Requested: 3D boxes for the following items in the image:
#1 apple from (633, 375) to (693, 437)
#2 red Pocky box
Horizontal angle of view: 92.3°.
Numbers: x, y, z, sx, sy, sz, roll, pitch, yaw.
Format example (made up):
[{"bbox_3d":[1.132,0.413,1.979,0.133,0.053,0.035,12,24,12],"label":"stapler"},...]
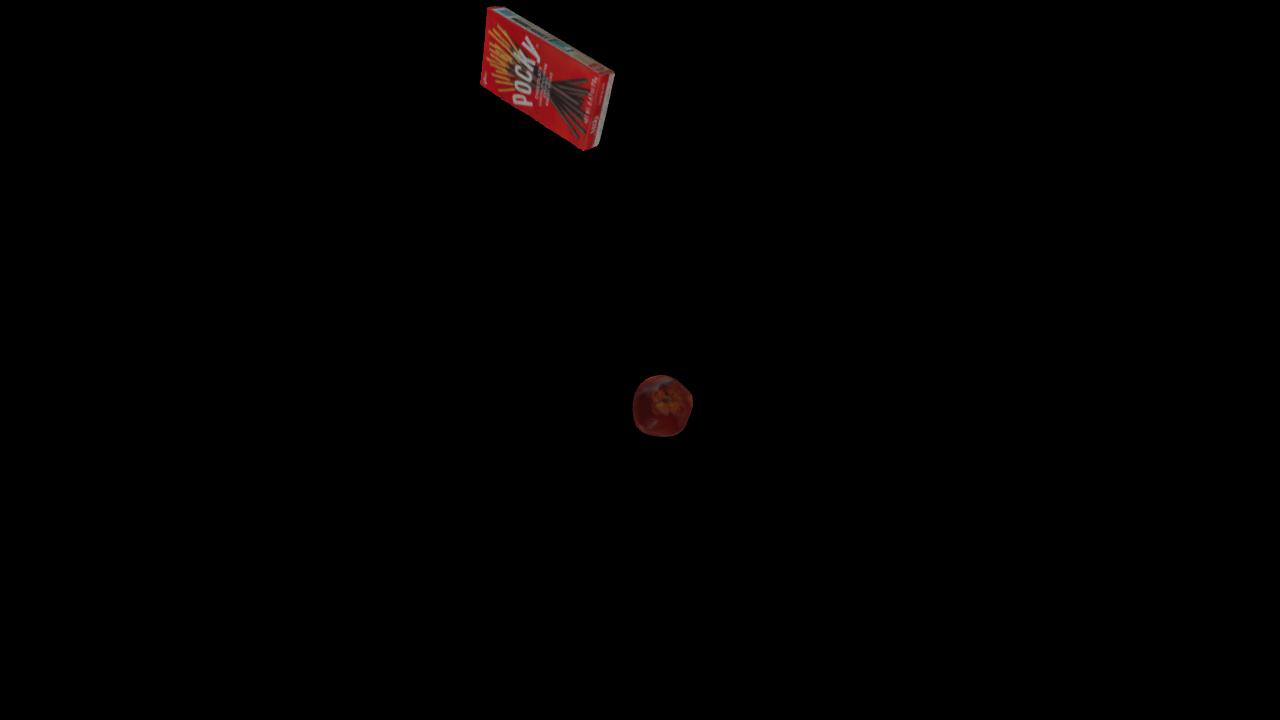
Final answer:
[{"bbox_3d":[0.027,0.057,0.760,0.079,0.079,0.093,0,-9,-7],"label":"apple"},{"bbox_3d":[-0.100,-0.289,0.633,0.155,0.083,0.028,36,47,15],"label":"red Pocky box"}]
